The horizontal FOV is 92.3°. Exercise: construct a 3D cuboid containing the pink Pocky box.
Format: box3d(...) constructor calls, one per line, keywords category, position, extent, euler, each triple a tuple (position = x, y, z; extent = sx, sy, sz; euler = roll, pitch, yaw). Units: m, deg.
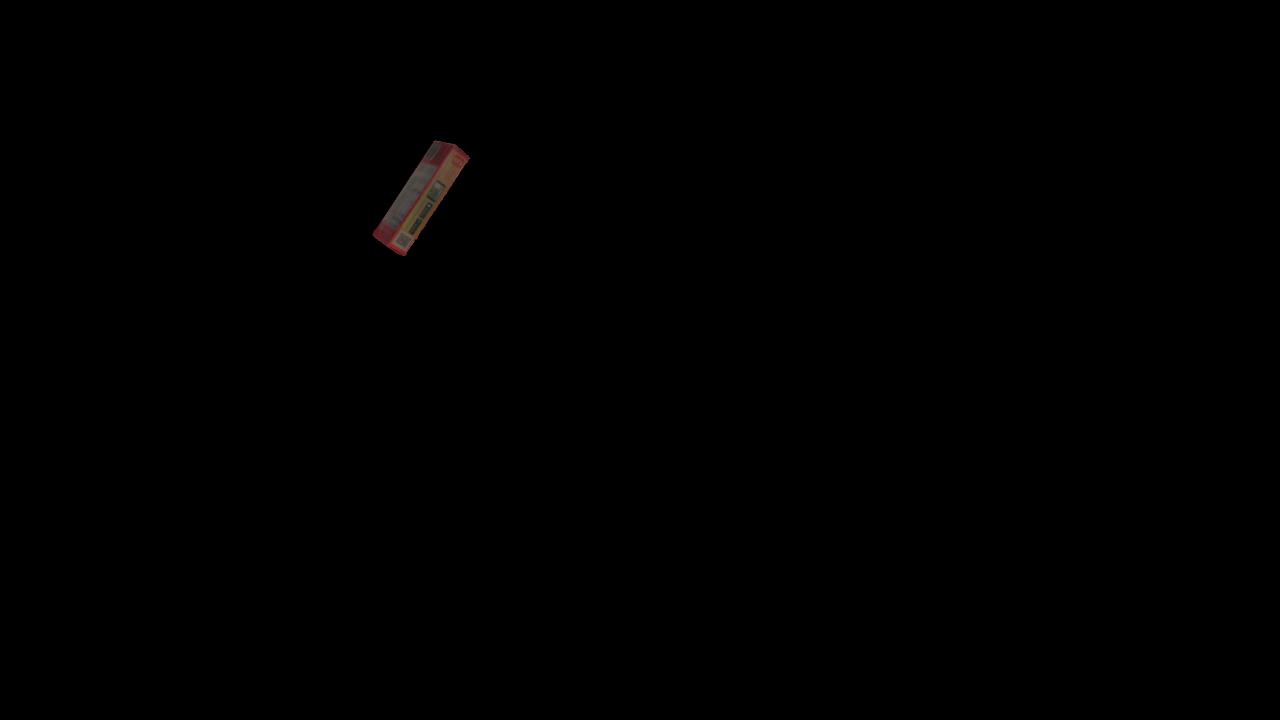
box3d(category="pink Pocky box", position=(-0.287, -0.213, 0.803), extent=(0.029, 0.155, 0.084), euler=(35, -3, -40))
